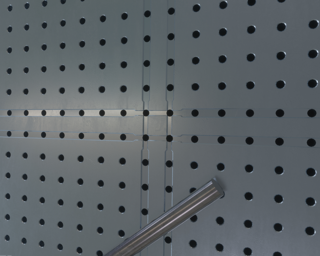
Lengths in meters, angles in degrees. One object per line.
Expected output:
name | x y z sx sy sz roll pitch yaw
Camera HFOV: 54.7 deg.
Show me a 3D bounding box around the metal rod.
metal rod | -0.041 0.164 0.426 0.300 0.025 0.025 -39 78 15
